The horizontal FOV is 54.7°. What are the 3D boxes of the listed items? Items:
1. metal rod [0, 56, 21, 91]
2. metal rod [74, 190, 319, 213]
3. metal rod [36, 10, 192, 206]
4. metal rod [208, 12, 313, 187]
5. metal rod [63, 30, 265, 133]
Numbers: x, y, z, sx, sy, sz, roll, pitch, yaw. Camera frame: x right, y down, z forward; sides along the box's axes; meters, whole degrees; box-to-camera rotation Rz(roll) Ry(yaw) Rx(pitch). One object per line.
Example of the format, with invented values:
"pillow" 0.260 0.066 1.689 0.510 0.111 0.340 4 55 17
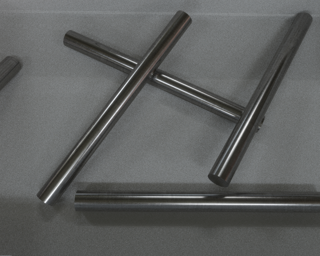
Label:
"metal rod" -0.247 0.012 0.342 0.025 0.025 0.300 14 47 5
"metal rod" 0.051 0.089 0.377 0.302 0.025 0.025 0 70 0
"metal rod" -0.053 -0.032 0.401 0.025 0.025 0.300 34 80 11
"metal rod" 0.142 -0.053 0.408 0.025 0.025 0.301 30 65 10
"metal rod" 0.000 -0.068 0.434 0.301 0.025 0.025 25 72 9
